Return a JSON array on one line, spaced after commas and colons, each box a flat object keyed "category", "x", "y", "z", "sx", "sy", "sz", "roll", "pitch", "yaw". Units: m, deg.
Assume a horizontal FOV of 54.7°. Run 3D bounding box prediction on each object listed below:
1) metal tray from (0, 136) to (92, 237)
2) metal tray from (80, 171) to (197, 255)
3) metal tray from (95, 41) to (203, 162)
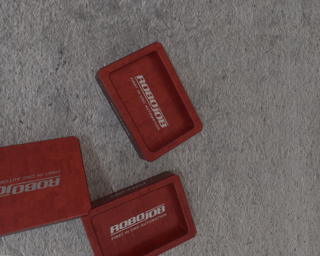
[{"category": "metal tray", "x": -0.148, "y": 0.064, "z": 0.335, "sx": 0.131, "sy": 0.030, "sz": 0.090, "roll": -9, "pitch": 72, "yaw": -20}, {"category": "metal tray", "x": -0.026, "y": 0.120, "z": 0.396, "sx": 0.131, "sy": 0.030, "sz": 0.090, "roll": -20, "pitch": 97, "yaw": -19}, {"category": "metal tray", "x": -0.012, "y": -0.033, "z": 0.401, "sx": 0.091, "sy": 0.030, "sz": 0.130, "roll": -31, "pitch": 100, "yaw": -17}]
